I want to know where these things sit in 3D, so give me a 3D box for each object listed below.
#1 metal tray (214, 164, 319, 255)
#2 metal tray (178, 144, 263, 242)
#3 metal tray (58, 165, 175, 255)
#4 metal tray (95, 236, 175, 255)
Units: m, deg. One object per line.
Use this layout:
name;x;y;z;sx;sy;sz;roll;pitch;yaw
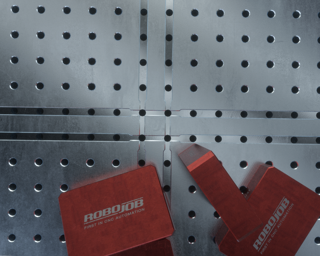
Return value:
metal tray;0.146;0.125;0.413;0.090;0.030;0.130;32;90;-1
metal tray;0.063;0.066;0.362;0.030;0.130;0.090;-35;90;0
metal tray;-0.055;0.110;0.394;0.131;0.030;0.090;-18;69;-1
metal tray;-0.041;0.198;0.410;0.131;0.030;0.089;-13;90;-1
